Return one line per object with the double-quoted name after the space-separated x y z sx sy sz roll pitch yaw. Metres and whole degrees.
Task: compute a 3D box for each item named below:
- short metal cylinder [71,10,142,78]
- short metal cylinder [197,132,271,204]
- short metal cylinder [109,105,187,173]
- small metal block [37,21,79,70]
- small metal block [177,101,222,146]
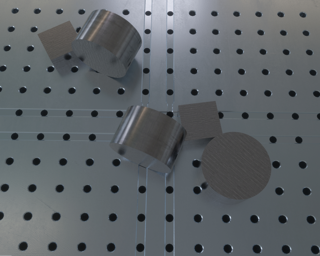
-0.072 -0.113 0.423 0.080 0.080 0.050 22 72 8 "short metal cylinder"
0.088 0.050 0.380 0.081 0.050 0.080 0 70 0 "short metal cylinder"
-0.014 0.015 0.377 0.080 0.080 0.050 22 72 7 "short metal cylinder"
-0.143 -0.122 0.455 0.050 0.025 0.050 -28 73 -10 "small metal block"
0.052 -0.006 0.414 0.050 0.025 0.050 -7 70 -3 "small metal block"
